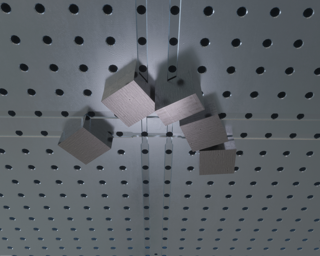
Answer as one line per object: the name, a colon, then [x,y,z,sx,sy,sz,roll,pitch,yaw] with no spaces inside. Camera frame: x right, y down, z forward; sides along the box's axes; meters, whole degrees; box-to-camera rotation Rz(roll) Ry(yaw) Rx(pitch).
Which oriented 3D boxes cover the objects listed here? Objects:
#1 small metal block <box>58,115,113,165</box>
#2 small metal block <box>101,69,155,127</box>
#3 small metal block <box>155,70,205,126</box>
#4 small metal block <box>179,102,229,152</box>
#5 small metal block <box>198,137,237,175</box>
small metal block: [-0.101,0.017,0.425,0.050,0.025,0.050,-32,123,24]
small metal block: [-0.035,-0.035,0.381,0.050,0.025,0.050,-30,124,22]
small metal block: [0.022,-0.036,0.365,0.050,0.050,0.025,-23,126,18]
small metal block: [0.058,0.000,0.412,0.050,0.025,0.050,-18,128,15]
small metal block: [0.081,0.041,0.447,0.050,0.025,0.050,-4,130,3]
